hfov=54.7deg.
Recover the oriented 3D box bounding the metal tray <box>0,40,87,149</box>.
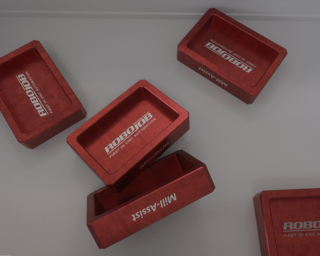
[{"bbox_3d":[-0.173,-0.048,0.423,0.090,0.030,0.130,-33,74,-12],"label":"metal tray"}]

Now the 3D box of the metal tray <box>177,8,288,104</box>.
[{"bbox_3d":[0.101,-0.105,0.445,0.130,0.030,0.090,35,74,12],"label":"metal tray"}]

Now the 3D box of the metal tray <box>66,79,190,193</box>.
[{"bbox_3d":[-0.037,0.006,0.389,0.130,0.030,0.090,-41,63,-18],"label":"metal tray"}]

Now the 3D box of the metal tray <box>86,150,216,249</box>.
[{"bbox_3d":[-0.015,0.072,0.346,0.131,0.090,0.030,-25,101,-9],"label":"metal tray"}]

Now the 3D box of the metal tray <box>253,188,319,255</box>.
[{"bbox_3d":[0.184,0.118,0.364,0.131,0.030,0.090,-2,70,-1],"label":"metal tray"}]
